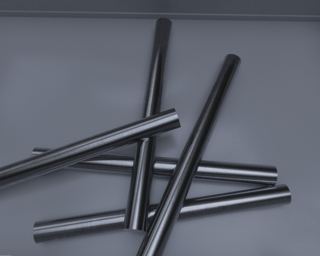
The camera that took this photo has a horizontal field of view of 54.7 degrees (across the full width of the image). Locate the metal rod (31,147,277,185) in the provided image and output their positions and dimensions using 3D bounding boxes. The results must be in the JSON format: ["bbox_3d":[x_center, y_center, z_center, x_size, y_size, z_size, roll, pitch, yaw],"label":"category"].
[{"bbox_3d":[-0.008,0.048,0.390,0.302,0.025,0.025,4,70,1],"label":"metal rod"}]

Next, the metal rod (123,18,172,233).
[{"bbox_3d":[-0.011,-0.023,0.398,0.025,0.025,0.299,6,64,2],"label":"metal rod"}]

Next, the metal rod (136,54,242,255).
[{"bbox_3d":[0.044,0.023,0.379,0.025,0.025,0.300,23,64,8],"label":"metal rod"}]

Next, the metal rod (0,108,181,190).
[{"bbox_3d":[-0.122,0.036,0.367,0.302,0.025,0.025,-19,71,-2],"label":"metal rod"}]

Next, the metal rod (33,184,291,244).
[{"bbox_3d":[0.006,0.102,0.371,0.302,0.025,0.025,-8,70,-4],"label":"metal rod"}]
